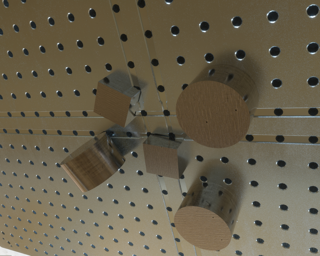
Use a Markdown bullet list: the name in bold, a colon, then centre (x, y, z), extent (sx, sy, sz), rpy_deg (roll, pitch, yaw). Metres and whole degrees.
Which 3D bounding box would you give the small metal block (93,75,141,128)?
- **small metal block**: centre (-0.059, -0.036, 0.420), extent (0.050, 0.025, 0.050), rpy_deg (27, 128, 11)

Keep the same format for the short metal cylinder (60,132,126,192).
- **short metal cylinder**: centre (-0.098, 0.049, 0.458), extent (0.080, 0.080, 0.050), rpy_deg (-26, 105, 37)

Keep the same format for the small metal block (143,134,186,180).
- **small metal block**: centre (0.007, 0.040, 0.433), extent (0.050, 0.025, 0.050), rpy_deg (9, 122, 23)

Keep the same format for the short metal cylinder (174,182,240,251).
- **short metal cylinder**: centre (0.067, 0.124, 0.437), extent (0.080, 0.050, 0.079), rpy_deg (13, 124, 21)

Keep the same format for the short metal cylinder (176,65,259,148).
- **short metal cylinder**: centre (0.064, -0.024, 0.346), extent (0.080, 0.050, 0.079), rpy_deg (13, 124, 21)
